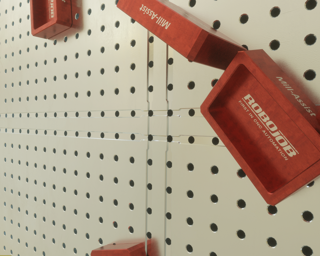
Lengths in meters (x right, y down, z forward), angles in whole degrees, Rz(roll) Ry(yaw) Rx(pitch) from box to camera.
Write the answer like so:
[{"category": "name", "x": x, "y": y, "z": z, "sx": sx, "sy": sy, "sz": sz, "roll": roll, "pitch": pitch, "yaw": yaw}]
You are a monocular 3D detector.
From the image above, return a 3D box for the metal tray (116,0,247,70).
[{"category": "metal tray", "x": 0.023, "y": -0.113, "z": 0.348, "sx": 0.130, "sy": 0.091, "sz": 0.030, "roll": 44, "pitch": 117, "yaw": 31}]

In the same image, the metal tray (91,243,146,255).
[{"category": "metal tray", "x": -0.052, "y": 0.239, "z": 0.451, "sx": 0.090, "sy": 0.030, "sz": 0.129, "roll": -20, "pitch": 77, "yaw": 38}]

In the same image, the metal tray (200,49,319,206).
[{"category": "metal tray", "x": 0.103, "y": -0.002, "z": 0.304, "sx": 0.130, "sy": 0.030, "sz": 0.089, "roll": 57, "pitch": 141, "yaw": 24}]

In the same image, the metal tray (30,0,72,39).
[{"category": "metal tray", "x": -0.206, "y": -0.243, "z": 0.578, "sx": 0.090, "sy": 0.030, "sz": 0.129, "roll": -7, "pitch": 86, "yaw": 40}]

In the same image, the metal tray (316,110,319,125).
[{"category": "metal tray", "x": 0.185, "y": -0.047, "z": 0.222, "sx": 0.090, "sy": 0.030, "sz": 0.129, "roll": 18, "pitch": 104, "yaw": 1}]
